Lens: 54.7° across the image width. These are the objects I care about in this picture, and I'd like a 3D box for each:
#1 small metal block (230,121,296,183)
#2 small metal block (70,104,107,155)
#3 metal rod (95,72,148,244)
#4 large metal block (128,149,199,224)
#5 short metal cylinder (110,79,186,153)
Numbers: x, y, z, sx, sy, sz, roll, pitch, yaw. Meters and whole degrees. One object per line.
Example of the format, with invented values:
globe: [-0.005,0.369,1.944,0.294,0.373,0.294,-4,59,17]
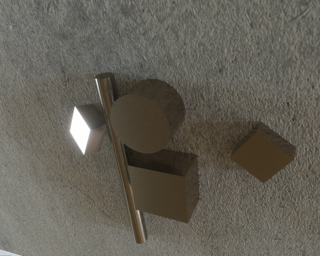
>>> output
small metal block: [0.119,0.029,0.361,0.050,0.025,0.050,37,129,2]
small metal block: [-0.104,0.002,0.447,0.050,0.025,0.050,51,135,31]
metal rod: [-0.053,0.062,0.471,0.025,0.025,0.298,6,121,25]
large metal block: [0.008,0.077,0.433,0.080,0.050,0.079,8,122,23]
short metal cylinder: [-0.015,-0.015,0.388,0.080,0.050,0.079,13,124,20]
